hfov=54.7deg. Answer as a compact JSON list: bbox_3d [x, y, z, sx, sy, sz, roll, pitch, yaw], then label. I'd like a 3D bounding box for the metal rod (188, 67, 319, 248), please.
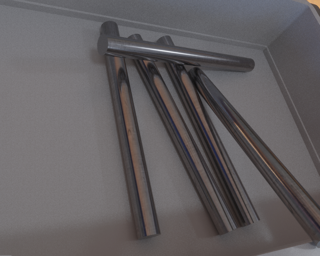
[{"bbox_3d":[0.101,0.006,0.380,0.025,0.025,0.300,4,36,-26],"label":"metal rod"}]

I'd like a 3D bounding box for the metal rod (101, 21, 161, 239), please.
[{"bbox_3d":[-0.043,-0.016,0.392,0.025,0.025,0.299,1,61,-28],"label":"metal rod"}]

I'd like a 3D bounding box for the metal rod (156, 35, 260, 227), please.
[{"bbox_3d":[0.061,-0.009,0.443,0.025,0.025,0.299,-10,67,-32],"label":"metal rod"}]

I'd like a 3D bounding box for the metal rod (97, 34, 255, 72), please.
[{"bbox_3d":[0.047,-0.106,0.464,0.302,0.025,0.025,-4,63,-41],"label":"metal rod"}]

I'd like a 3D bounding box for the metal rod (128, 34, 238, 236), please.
[{"bbox_3d":[0.022,-0.004,0.419,0.025,0.025,0.299,-13,69,-34],"label":"metal rod"}]
